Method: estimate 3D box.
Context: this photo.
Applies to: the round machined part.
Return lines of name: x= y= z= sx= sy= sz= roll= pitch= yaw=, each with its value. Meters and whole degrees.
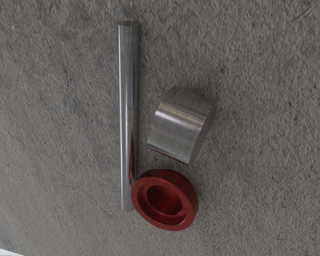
round machined part: x=0.010 y=0.099 z=0.452 sx=0.098 sy=0.042 sz=0.097 roll=13 pitch=124 yaw=21

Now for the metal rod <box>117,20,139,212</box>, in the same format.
metal rod: x=-0.045 y=0.005 z=0.433 sx=0.025 sy=0.025 sz=0.298 roll=16 pitch=125 yaw=19

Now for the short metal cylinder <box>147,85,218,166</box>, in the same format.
short metal cylinder: x=0.027 y=-0.003 z=0.356 sx=0.050 sy=0.080 sz=0.079 roll=24 pitch=127 yaw=14
